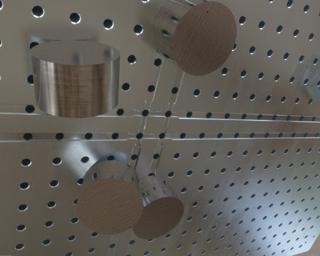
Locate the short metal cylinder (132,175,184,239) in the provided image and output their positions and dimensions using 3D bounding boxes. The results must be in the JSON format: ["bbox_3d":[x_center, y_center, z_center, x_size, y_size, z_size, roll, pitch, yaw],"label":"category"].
[{"bbox_3d":[-0.012,0.118,0.464,0.081,0.050,0.079,-14,125,-21],"label":"short metal cylinder"}]

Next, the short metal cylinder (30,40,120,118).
[{"bbox_3d":[-0.080,-0.050,0.302,0.081,0.080,0.050,-8,122,-25],"label":"short metal cylinder"}]

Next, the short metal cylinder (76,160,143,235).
[{"bbox_3d":[-0.063,0.088,0.400,0.081,0.050,0.079,-2,109,-7],"label":"short metal cylinder"}]

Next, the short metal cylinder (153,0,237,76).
[{"bbox_3d":[0.039,-0.106,0.352,0.081,0.050,0.079,-14,124,-21],"label":"short metal cylinder"}]
